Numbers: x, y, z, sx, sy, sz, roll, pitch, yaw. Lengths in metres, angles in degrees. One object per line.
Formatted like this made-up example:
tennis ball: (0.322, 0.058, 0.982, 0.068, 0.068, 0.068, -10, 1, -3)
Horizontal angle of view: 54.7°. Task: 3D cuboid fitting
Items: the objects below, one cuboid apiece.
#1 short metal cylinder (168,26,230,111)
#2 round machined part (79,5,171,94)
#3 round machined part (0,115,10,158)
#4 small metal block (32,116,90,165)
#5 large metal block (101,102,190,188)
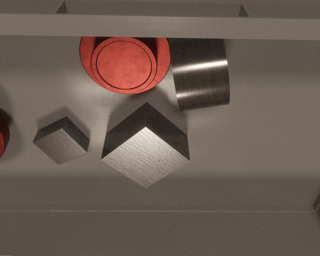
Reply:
short metal cylinder: (0.040, -0.060, 0.322, 0.050, 0.080, 0.080, -9, 130, 7)
round machined part: (-0.037, -0.076, 0.333, 0.099, 0.042, 0.097, -1, 130, 0)
round machined part: (-0.242, 0.000, 0.391, 0.099, 0.042, 0.097, -3, 129, -3)
small metal block: (-0.133, 0.018, 0.423, 0.050, 0.025, 0.050, -24, 127, 18)
large metal block: (-0.018, 0.025, 0.414, 0.080, 0.050, 0.080, -36, 122, 26)
